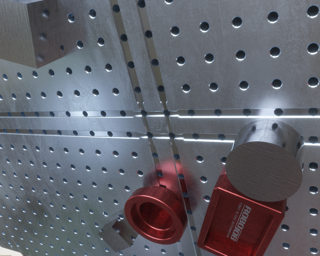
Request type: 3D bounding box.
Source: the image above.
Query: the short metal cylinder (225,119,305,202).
[{"bbox_3d":[0.121,0.037,0.354,0.080,0.050,0.079,13,124,21],"label":"short metal cylinder"}]

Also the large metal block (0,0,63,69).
[{"bbox_3d":[-0.182,-0.132,0.409,0.080,0.050,0.079,17,125,18],"label":"large metal block"}]

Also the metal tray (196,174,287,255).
[{"bbox_3d":[0.109,0.135,0.433,0.090,0.030,0.129,20,126,16],"label":"metal tray"}]

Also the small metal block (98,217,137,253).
[{"bbox_3d":[-0.079,0.200,0.577,0.050,0.025,0.050,48,129,-6],"label":"small metal block"}]

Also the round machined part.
[{"bbox_3d":[-0.003,0.130,0.482,0.098,0.042,0.097,13,124,21],"label":"round machined part"}]
